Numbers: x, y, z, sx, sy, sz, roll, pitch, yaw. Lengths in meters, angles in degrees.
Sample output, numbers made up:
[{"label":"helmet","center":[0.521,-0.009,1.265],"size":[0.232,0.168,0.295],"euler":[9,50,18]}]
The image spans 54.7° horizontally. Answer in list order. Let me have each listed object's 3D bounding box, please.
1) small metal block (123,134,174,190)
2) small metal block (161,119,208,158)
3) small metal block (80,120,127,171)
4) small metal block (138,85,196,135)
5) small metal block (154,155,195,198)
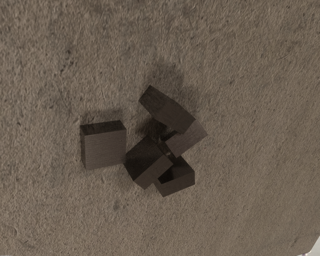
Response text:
[{"label":"small metal block","center":[-0.018,0.044,0.410],"size":[0.050,0.050,0.025],"euler":[-42,130,0]},{"label":"small metal block","center":[0.031,0.013,0.414],"size":[0.050,0.050,0.025],"euler":[-36,94,-5]},{"label":"small metal block","center":[-0.070,0.021,0.383],"size":[0.050,0.025,0.050],"euler":[-9,122,-24]},{"label":"small metal block","center":[0.008,-0.023,0.383],"size":[0.050,0.050,0.025],"euler":[29,102,-38]},{"label":"small metal block","center":[0.015,0.065,0.441],"size":[0.050,0.050,0.025],"euler":[-18,126,-18]}]
